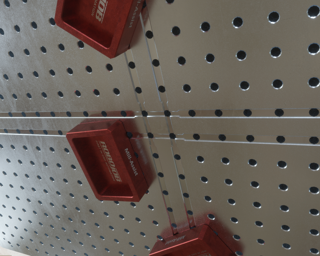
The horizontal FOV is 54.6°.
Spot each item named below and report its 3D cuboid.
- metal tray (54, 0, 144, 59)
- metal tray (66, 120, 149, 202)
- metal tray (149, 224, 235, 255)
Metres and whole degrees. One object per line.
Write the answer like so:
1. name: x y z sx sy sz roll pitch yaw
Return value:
1. metal tray: -0.063 -0.155 0.345 0.090 0.030 0.129 33 129 6
2. metal tray: -0.081 0.054 0.484 0.090 0.030 0.129 -6 116 31
3. metal tray: 0.054 0.218 0.514 0.090 0.030 0.129 49 129 -6
